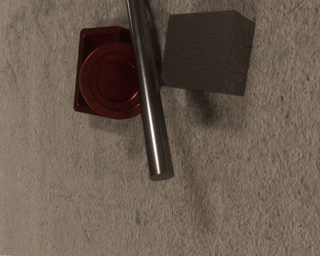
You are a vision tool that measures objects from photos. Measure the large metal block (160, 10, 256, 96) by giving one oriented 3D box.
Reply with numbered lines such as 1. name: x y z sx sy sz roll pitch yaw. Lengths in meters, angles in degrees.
1. large metal block: 0.052 -0.081 0.345 0.080 0.050 0.079 13 98 39

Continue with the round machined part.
1. round machined part: -0.057 -0.062 0.412 0.042 0.099 0.097 -159 74 -70

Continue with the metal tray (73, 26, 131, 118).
1. metal tray: -0.088 -0.084 0.471 0.090 0.030 0.129 11 97 39

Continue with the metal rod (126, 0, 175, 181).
1. metal rod: -0.019 -0.084 0.373 0.025 0.025 0.299 -30 58 36
